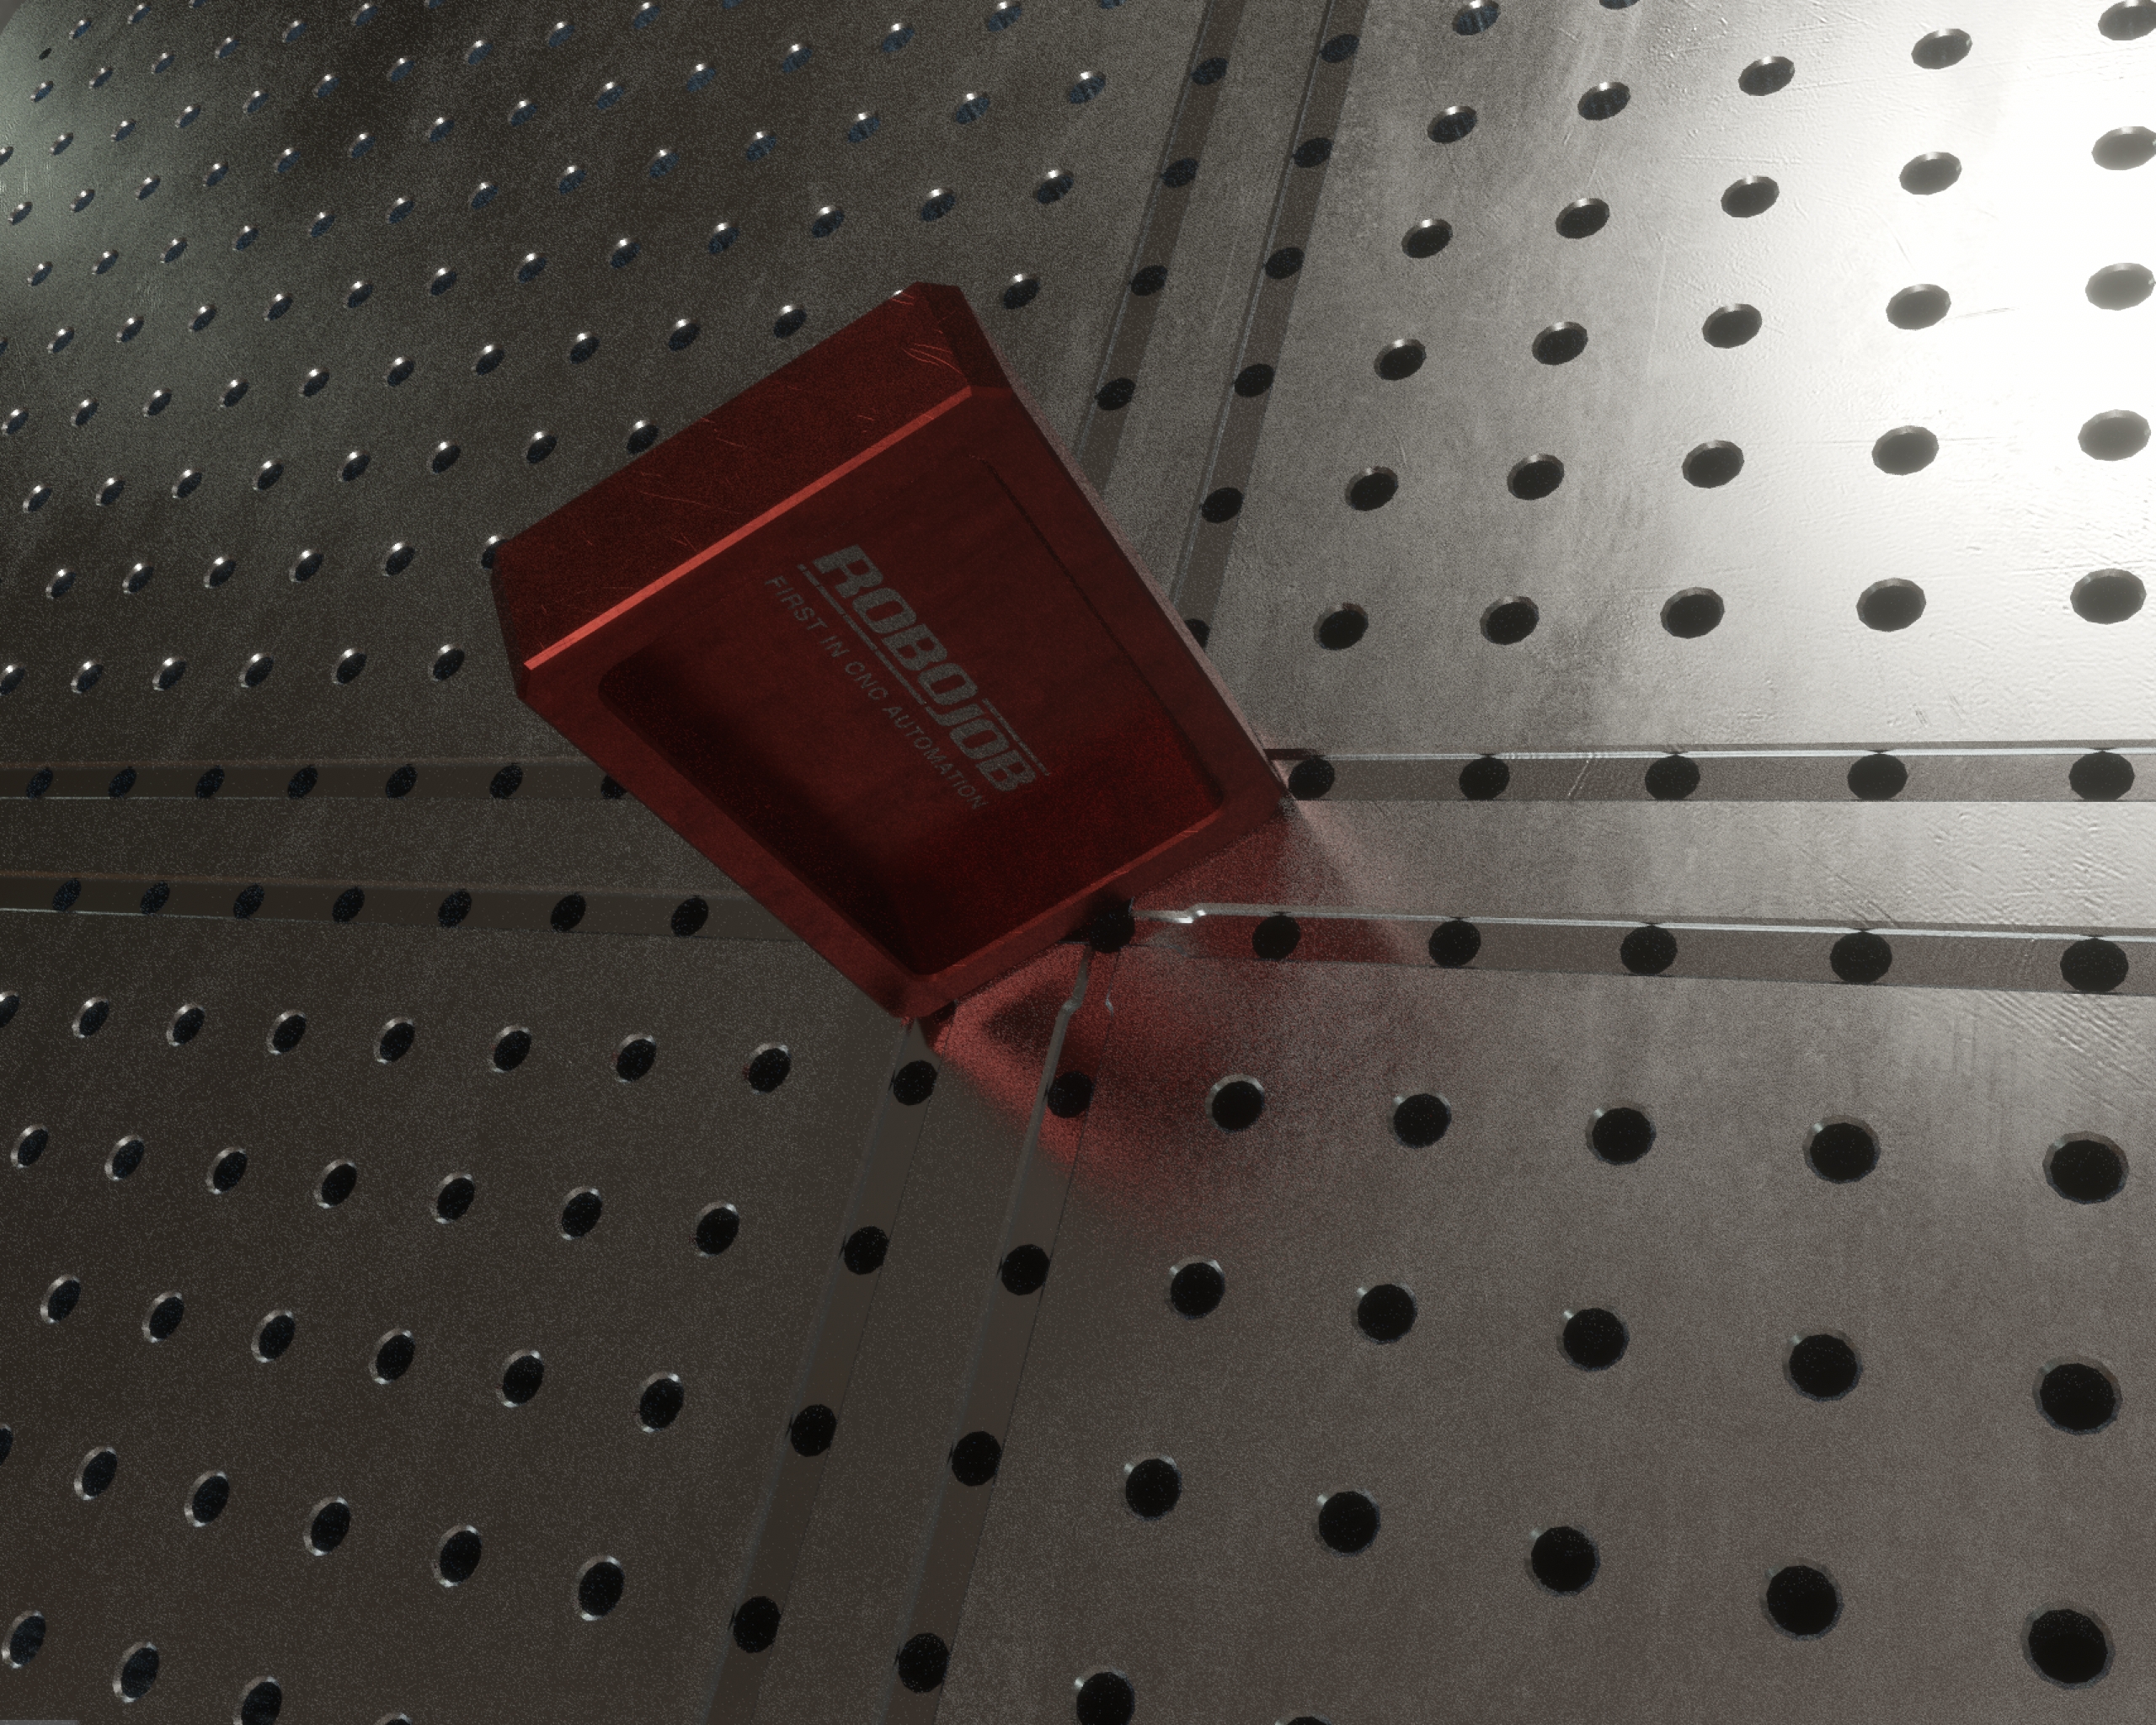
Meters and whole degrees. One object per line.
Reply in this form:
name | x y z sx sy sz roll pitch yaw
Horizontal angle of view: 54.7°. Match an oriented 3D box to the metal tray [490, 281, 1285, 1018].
metal tray | -0.028 -0.030 0.372 0.090 0.130 0.030 -31 52 8
